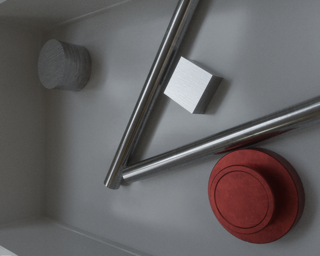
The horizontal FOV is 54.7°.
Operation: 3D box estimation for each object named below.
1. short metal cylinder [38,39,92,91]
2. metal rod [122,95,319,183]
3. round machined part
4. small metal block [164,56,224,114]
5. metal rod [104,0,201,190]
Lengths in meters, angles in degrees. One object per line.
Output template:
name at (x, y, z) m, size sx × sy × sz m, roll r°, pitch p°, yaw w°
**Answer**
short metal cylinder at (-0.161, -0.103, 0.520) m, size 0.080 × 0.050 × 0.079 m, roll 0°, pitch 90°, yaw 39°
metal rod at (0.066, 0.018, 0.351) m, size 0.299 × 0.025 × 0.025 m, roll -24°, pitch 75°, yaw 37°
round machined part at (0.091, 0.070, 0.319) m, size 0.098 × 0.042 × 0.097 m, roll 0°, pitch 90°, yaw 39°
small metal block at (0.039, -0.051, 0.373) m, size 0.050 × 0.025 × 0.050 m, roll 40°, pitch 114°, yaw 32°
metal rod at (-0.014, -0.044, 0.416) m, size 0.025 × 0.025 × 0.298 m, roll 37°, pitch 112°, yaw 33°
